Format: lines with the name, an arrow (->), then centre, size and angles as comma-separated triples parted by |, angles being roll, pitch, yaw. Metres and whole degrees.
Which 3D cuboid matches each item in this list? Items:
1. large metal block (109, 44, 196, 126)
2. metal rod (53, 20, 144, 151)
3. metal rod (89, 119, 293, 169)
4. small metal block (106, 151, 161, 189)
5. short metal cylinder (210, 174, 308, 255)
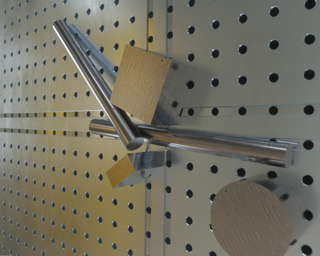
large metal block -> -0.012, -0.055, 0.403 | 0.080, 0.050, 0.079 | 29, 108, 36
metal rod -> -0.106, -0.081, 0.478 | 0.025, 0.025, 0.300 | -54, 53, 26
metal rod -> 0.012, 0.012, 0.399 | 0.300, 0.025, 0.025 | 7, 95, 39
small metal block -> -0.036, 0.057, 0.423 | 0.050, 0.050, 0.025 | -41, 65, 32
short metal cylinder -> 0.099, 0.090, 0.312 | 0.080, 0.050, 0.079 | 0, 90, 40
